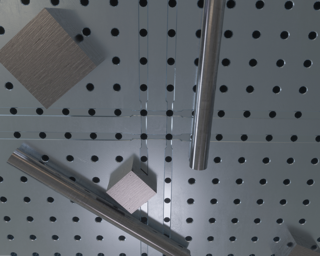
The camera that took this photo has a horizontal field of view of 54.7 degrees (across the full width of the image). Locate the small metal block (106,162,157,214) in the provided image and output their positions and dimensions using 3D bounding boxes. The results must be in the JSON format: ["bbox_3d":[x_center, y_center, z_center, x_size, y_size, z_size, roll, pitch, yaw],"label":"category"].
[{"bbox_3d":[-0.040,0.086,0.445,0.050,0.025,0.050,-41,105,13],"label":"small metal block"}]

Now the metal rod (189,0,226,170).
[{"bbox_3d":[0.060,-0.086,0.381,0.025,0.025,0.298,2,110,-1],"label":"metal rod"}]

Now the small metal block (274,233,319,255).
[{"bbox_3d":[0.219,0.202,0.490,0.050,0.025,0.050,24,108,-9],"label":"small metal block"}]

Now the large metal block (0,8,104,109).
[{"bbox_3d":[-0.127,-0.083,0.368,0.080,0.050,0.080,-37,106,12],"label":"large metal block"}]

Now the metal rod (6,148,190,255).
[{"bbox_3d":[-0.081,0.121,0.456,0.301,0.025,0.025,34,106,-12],"label":"metal rod"}]
